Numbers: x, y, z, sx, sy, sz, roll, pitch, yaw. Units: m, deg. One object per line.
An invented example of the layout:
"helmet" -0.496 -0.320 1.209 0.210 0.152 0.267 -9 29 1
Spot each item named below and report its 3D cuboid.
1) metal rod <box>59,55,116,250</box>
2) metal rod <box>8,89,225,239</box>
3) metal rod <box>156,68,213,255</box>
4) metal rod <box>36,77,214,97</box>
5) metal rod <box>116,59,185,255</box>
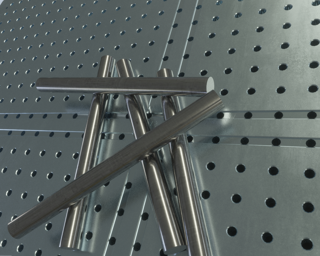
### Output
"metal rod" -0.098 0.016 0.447 0.025 0.025 0.299 -9 58 23
"metal rod" -0.057 0.047 0.375 0.300 0.025 0.025 -33 52 6
"metal rod" 0.027 0.044 0.366 0.025 0.025 0.299 -20 54 16
"metal rod" -0.069 -0.061 0.448 0.300 0.025 0.025 5 64 30
"metal rod" -0.021 0.012 0.410 0.025 0.025 0.299 -27 52 11
